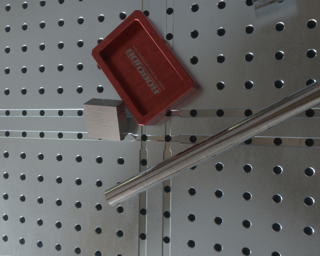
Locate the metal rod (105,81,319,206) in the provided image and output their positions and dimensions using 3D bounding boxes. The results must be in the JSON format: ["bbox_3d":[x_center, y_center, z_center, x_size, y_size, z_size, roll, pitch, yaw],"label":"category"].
[{"bbox_3d":[0.056,0.028,0.392,0.300,0.025,0.025,-29,81,17],"label":"metal rod"}]

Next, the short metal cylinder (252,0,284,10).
[{"bbox_3d":[0.120,-0.179,0.341,0.050,0.080,0.080,-15,85,19],"label":"short metal cylinder"}]

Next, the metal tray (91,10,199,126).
[{"bbox_3d":[-0.022,-0.079,0.416,0.090,0.030,0.130,-38,78,15],"label":"metal tray"}]

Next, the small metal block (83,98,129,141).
[{"bbox_3d":[-0.074,-0.012,0.428,0.050,0.025,0.050,6,116,19],"label":"small metal block"}]
